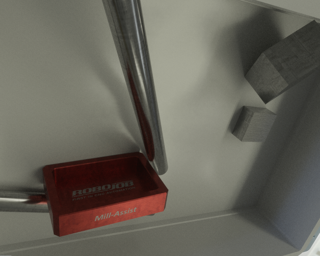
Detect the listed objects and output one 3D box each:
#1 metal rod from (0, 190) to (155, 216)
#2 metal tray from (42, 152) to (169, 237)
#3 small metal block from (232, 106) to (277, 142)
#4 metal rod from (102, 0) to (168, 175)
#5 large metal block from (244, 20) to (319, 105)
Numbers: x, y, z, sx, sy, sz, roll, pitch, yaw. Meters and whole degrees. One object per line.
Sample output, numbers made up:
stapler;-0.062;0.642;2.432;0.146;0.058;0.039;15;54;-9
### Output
metal rod;-0.134;0.096;0.395;0.302;0.025;0.025;13;112;-34
metal tray;-0.067;0.073;0.376;0.131;0.090;0.030;-7;122;-26
small metal block;0.149;-0.006;0.489;0.050;0.025;0.050;3;117;-30
metal rod;-0.014;-0.019;0.319;0.025;0.025;0.299;-28;151;-11
large metal block;0.170;-0.083;0.410;0.080;0.050;0.080;-33;170;-7
